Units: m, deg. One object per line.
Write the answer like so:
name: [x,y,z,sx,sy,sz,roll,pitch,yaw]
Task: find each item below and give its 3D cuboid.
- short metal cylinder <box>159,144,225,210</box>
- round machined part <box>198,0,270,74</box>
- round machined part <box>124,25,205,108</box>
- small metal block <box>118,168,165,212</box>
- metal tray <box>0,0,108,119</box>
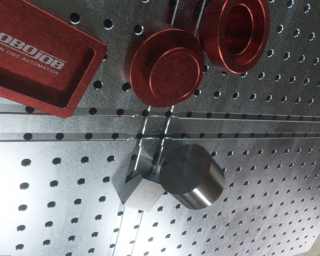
short metal cylinder: [0.046,0.070,0.446,0.080,0.080,0.050,-41,130,0]
round machined part: [0.083,-0.116,0.364,0.099,0.042,0.097,-16,115,-38]
round machined part: [0.011,-0.068,0.366,0.099,0.042,0.097,-14,125,-21]
small metal block: [-0.025,0.092,0.456,0.050,0.025,0.050,27,103,-38]
metal tray: [-0.128,-0.071,0.293,0.131,0.030,0.090,22,106,-37]
